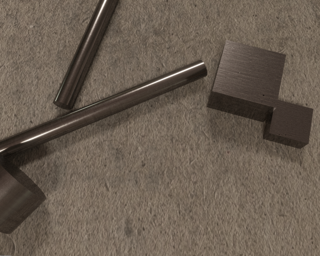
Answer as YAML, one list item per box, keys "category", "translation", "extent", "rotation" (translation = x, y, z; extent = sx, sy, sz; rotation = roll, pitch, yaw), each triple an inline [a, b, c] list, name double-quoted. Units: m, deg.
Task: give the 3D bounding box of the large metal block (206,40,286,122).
- category: "large metal block"
  translation: [0.115, -0.063, 0.419]
  extent: [0.080, 0.050, 0.080]
  rotation: [16, 71, 5]

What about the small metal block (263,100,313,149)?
- category: "small metal block"
  translation: [0.170, -0.005, 0.412]
  extent: [0.050, 0.025, 0.050]
  rotation: [16, 71, 5]

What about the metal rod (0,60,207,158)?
- category: "metal rod"
  translation: [-0.076, -0.026, 0.416]
  extent: [0.302, 0.025, 0.025]
  rotation: [-23, 72, -9]

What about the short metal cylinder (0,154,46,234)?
- category: "short metal cylinder"
  translation: [-0.178, 0.072, 0.350]
  extent: [0.080, 0.080, 0.050]
  rotation: [40, 75, 13]

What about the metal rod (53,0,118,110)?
- category: "metal rod"
  translation: [-0.090, -0.165, 0.467]
  extent: [0.025, 0.025, 0.299]
  rotation: [16, 71, 5]
